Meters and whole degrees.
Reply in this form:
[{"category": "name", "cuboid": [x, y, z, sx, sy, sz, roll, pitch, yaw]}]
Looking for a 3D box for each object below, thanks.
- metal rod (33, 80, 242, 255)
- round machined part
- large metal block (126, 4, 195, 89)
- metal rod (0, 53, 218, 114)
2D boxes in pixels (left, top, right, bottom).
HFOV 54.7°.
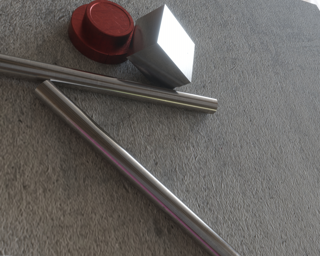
[{"category": "metal rod", "cuboid": [-0.026, 0.055, 0.357, 0.300, 0.025, 0.025, 42, 51, 0]}, {"category": "round machined part", "cuboid": [-0.076, -0.142, 0.440, 0.099, 0.042, 0.098, 14, 56, -21]}, {"category": "large metal block", "cuboid": [0.005, -0.110, 0.438, 0.080, 0.050, 0.080, 42, 43, -39]}, {"category": "metal rod", "cuboid": [-0.056, -0.053, 0.407, 0.302, 0.025, 0.025, 9, 58, -24]}]
